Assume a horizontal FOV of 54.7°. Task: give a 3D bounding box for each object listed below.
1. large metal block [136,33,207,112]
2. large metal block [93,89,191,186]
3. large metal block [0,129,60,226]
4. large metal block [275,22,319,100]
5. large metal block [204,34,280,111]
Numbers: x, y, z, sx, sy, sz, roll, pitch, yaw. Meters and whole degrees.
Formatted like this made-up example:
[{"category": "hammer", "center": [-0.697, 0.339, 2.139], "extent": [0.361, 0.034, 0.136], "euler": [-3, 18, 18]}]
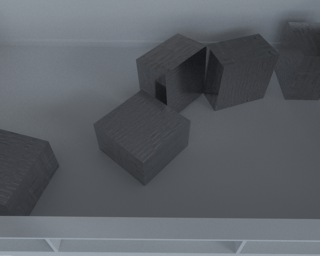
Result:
[{"category": "large metal block", "center": [0.018, -0.070, 0.426], "extent": [0.050, 0.080, 0.080], "euler": [33, 57, 30]}, {"category": "large metal block", "center": [-0.021, 0.009, 0.381], "extent": [0.080, 0.050, 0.080], "euler": [35, 58, 25]}, {"category": "large metal block", "center": [-0.174, 0.051, 0.344], "extent": [0.080, 0.050, 0.080], "euler": [13, 51, 10]}, {"category": "large metal block", "center": [0.211, -0.097, 0.454], "extent": [0.050, 0.080, 0.080], "euler": [1, 50, 0]}, {"category": "large metal block", "center": [0.108, -0.078, 0.436], "extent": [0.081, 0.080, 0.050], "euler": [-15, 52, -13]}]
